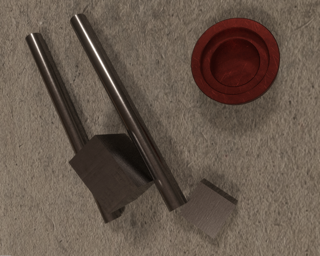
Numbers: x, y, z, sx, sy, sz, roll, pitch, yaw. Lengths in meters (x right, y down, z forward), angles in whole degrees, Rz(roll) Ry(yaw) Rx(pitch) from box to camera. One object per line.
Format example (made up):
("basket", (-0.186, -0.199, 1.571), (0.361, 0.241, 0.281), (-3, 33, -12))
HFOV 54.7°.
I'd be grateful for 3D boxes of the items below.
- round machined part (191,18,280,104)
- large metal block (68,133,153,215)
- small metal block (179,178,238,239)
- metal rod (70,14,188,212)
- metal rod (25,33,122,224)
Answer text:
("round machined part", (0.090, -0.076, 0.368), (0.098, 0.042, 0.097), (0, 90, 19))
("large metal block", (-0.054, 0.054, 0.398), (0.050, 0.080, 0.080), (-44, 77, 14))
("small metal block", (0.061, 0.099, 0.387), (0.050, 0.025, 0.050), (33, 100, 16))
("metal rod", (-0.048, -0.030, 0.413), (0.025, 0.025, 0.299), (-33, 75, 16))
("metal rod", (-0.129, -0.006, 0.452), (0.025, 0.025, 0.299), (-29, 81, 17))
